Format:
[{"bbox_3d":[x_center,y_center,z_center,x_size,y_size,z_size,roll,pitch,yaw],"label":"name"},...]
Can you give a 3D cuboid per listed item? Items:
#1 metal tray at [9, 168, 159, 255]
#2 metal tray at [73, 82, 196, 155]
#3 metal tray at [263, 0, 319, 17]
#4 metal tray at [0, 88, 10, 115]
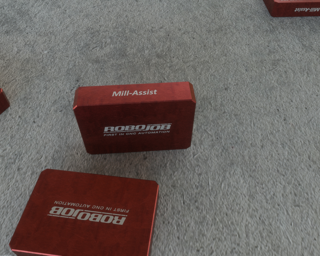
[{"bbox_3d":[-0.071,0.094,0.320,0.131,0.030,0.090,6,50,5],"label":"metal tray"},{"bbox_3d":[-0.027,-0.009,0.368,0.131,0.090,0.030,-3,50,-3],"label":"metal tray"},{"bbox_3d":[0.279,-0.260,0.619,0.131,0.030,0.090,-2,50,-2],"label":"metal tray"},{"bbox_3d":[-0.291,-0.035,0.426,0.130,0.030,0.090,21,53,17],"label":"metal tray"}]
